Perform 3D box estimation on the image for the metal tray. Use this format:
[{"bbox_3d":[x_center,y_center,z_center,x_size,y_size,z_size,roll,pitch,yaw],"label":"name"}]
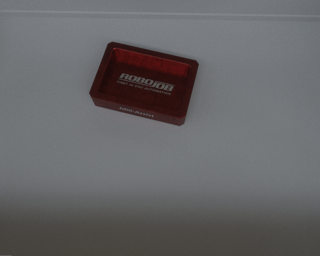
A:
[{"bbox_3d":[-0.020,-0.062,0.429,0.131,0.030,0.090,14,70,4],"label":"metal tray"}]
